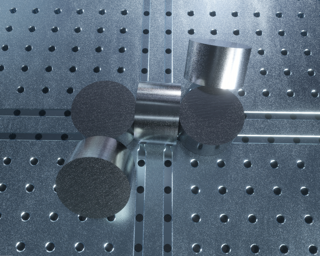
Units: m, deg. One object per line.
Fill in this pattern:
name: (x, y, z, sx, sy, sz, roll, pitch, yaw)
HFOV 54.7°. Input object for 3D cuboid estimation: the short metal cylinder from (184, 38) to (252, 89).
short metal cylinder: (0.075, -0.087, 0.408, 0.080, 0.080, 0.050, 8, 112, 2)

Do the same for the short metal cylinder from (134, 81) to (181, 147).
short metal cylinder: (-0.002, -0.018, 0.389, 0.050, 0.080, 0.080, 5, 70, 1)

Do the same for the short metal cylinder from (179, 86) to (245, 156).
short metal cylinder: (0.063, -0.009, 0.402, 0.081, 0.050, 0.080, 0, 70, 0)

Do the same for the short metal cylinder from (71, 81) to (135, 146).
short metal cylinder: (-0.069, -0.014, 0.402, 0.081, 0.050, 0.080, 0, 70, 0)

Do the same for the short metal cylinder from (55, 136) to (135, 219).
short metal cylinder: (-0.071, 0.056, 0.355, 0.081, 0.050, 0.079, 0, 114, 1)
